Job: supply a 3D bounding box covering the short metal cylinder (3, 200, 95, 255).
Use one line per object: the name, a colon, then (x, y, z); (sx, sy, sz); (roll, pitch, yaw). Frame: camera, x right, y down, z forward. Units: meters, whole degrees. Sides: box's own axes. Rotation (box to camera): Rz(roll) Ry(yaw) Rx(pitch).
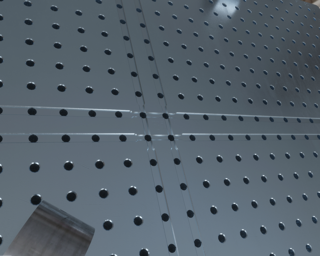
short metal cylinder: (-0.097, 0.107, 0.255); (0.050, 0.080, 0.080); (32, 52, -8)
